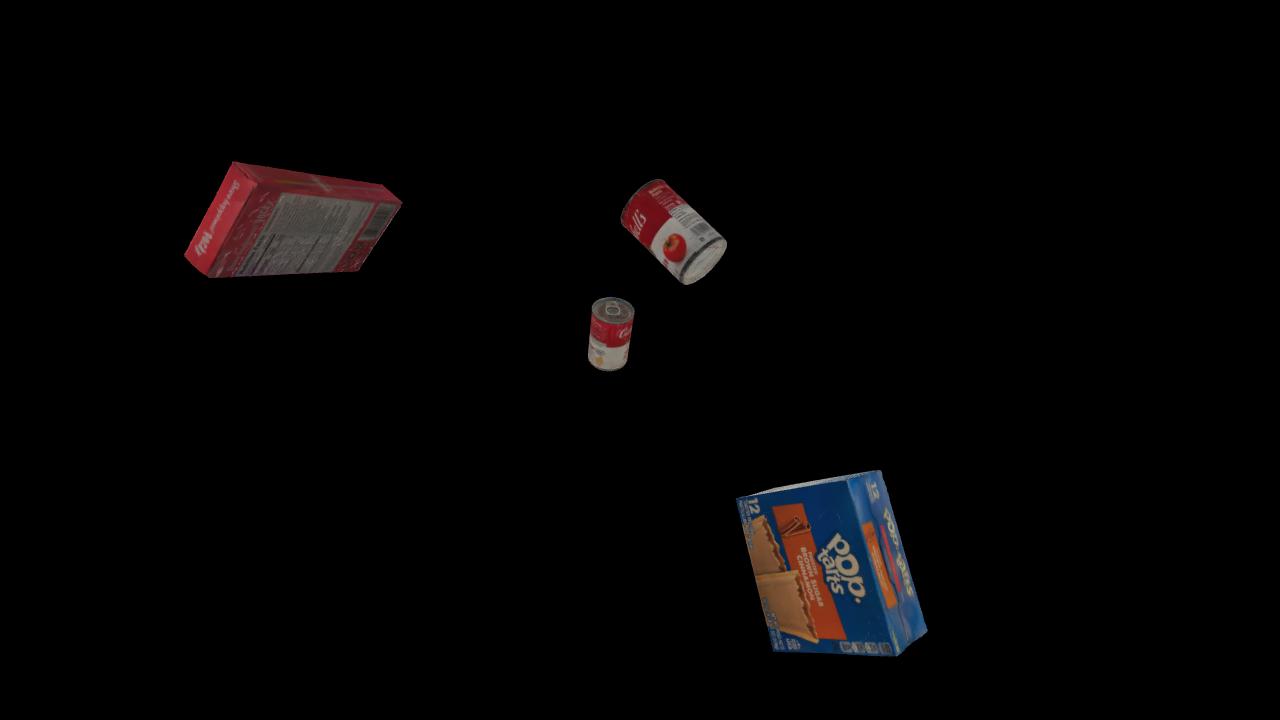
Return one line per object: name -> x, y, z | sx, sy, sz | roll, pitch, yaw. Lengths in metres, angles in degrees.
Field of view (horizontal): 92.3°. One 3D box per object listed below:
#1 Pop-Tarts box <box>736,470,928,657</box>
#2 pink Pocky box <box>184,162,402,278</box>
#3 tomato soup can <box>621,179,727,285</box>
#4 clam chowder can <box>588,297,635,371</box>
Pop-Tarts box -> 0.198, 0.213, 0.652 | 0.141, 0.167, 0.083 | -22, -13, 42
pink Pocky box -> -0.267, -0.108, 0.491 | 0.029, 0.084, 0.155 | 43, 18, 5
tomato soup can -> 0.037, -0.138, 0.667 | 0.068, 0.101, 0.068 | -40, -16, -14
clam chowder can -> -0.048, -0.040, 0.986 | 0.068, 0.102, 0.068 | 6, 41, -5
